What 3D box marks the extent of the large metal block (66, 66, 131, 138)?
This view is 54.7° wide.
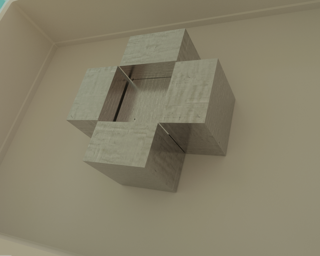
[{"bbox_3d":[-0.069,-0.026,0.422,0.050,0.080,0.080,1,62,29],"label":"large metal block"}]

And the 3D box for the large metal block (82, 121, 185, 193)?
[{"bbox_3d":[-0.027,0.034,0.362,0.080,0.080,0.050,2,63,29],"label":"large metal block"}]

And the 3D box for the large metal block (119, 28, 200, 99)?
[{"bbox_3d":[0.006,-0.081,0.415,0.080,0.080,0.050,1,62,28],"label":"large metal block"}]

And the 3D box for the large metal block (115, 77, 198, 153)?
[{"bbox_3d":[-0.004,-0.017,0.399,0.080,0.050,0.080,1,62,28],"label":"large metal block"}]

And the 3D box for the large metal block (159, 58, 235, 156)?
[{"bbox_3d":[0.047,-0.022,0.358,0.050,0.080,0.080,1,62,29],"label":"large metal block"}]
